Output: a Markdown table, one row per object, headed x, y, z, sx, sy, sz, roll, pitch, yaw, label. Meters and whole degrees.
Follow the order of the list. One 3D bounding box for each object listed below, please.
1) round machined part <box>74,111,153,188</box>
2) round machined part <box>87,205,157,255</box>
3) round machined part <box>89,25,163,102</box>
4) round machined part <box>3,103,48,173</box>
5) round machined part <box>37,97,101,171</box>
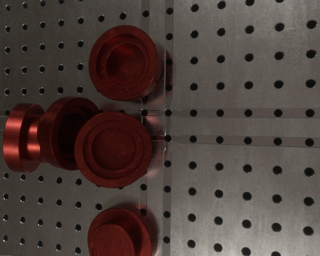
| x | y | z | sx | sy | sz | roll | pitch | yaw | label |
| --- | --- | --- | --- | --- | --- | --- | --- | --- | --- |
| -0.061 | 0.027 | 0.411 | 0.099 | 0.042 | 0.097 | 0 | 90 | -7 | round machined part |
| -0.057 | 0.158 | 0.423 | 0.098 | 0.042 | 0.097 | 0 | 90 | 19 | round machined part |
| -0.042 | -0.084 | 0.418 | 0.098 | 0.042 | 0.097 | 0 | 90 | 19 | round machined part |
| -0.177 | 0.015 | 0.438 | 0.042 | 0.098 | 0.097 | 5 | 92 | 0 | round machined part |
| -0.124 | 0.006 | 0.417 | 0.042 | 0.098 | 0.097 | 7 | 93 | 28 | round machined part |
